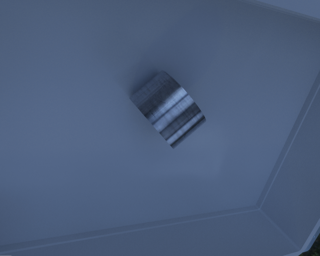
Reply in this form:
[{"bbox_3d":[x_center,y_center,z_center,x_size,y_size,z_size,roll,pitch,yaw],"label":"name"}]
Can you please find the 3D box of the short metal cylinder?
[{"bbox_3d":[0.009,-0.021,0.366,0.050,0.080,0.080,-41,130,-1],"label":"short metal cylinder"}]
